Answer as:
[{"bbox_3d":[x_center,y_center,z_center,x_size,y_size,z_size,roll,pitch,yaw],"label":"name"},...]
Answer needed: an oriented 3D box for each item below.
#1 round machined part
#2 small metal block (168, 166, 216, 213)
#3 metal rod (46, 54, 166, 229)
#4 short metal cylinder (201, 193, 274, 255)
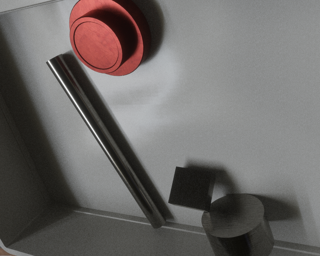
[{"bbox_3d":[-0.063,-0.102,0.357,0.098,0.042,0.097,15,133,17],"label":"round machined part"},{"bbox_3d":[0.044,0.082,0.417,0.050,0.050,0.025,6,162,25],"label":"small metal block"},{"bbox_3d":[-0.073,0.029,0.463,0.025,0.025,0.299,-19,109,35],"label":"metal rod"},{"bbox_3d":[0.100,0.130,0.400,0.080,0.080,0.050,-9,114,32],"label":"short metal cylinder"}]
